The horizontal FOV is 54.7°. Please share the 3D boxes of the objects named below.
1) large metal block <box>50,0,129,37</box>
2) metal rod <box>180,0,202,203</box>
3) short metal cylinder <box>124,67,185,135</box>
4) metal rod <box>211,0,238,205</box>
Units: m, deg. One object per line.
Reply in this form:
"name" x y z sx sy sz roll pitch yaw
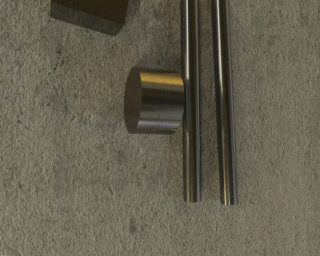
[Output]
"large metal block" -0.080 -0.165 0.367 0.081 0.050 0.080 12 86 -20
"metal rod" 0.042 -0.049 0.425 0.025 0.025 0.298 -1 91 -20
"short metal cylinder" -0.010 -0.032 0.377 0.050 0.080 0.079 2 90 -21
"metal rod" 0.092 -0.041 0.444 0.025 0.025 0.298 -3 91 -20
